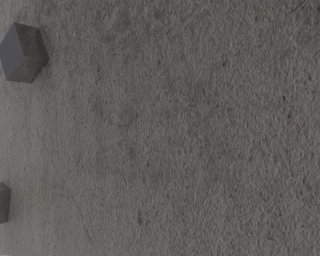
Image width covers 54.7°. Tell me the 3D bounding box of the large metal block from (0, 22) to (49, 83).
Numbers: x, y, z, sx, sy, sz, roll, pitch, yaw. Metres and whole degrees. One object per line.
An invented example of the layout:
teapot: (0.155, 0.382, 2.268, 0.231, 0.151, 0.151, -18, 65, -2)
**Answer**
large metal block: (-0.272, -0.146, 0.614, 0.080, 0.050, 0.080, -36, 68, 34)

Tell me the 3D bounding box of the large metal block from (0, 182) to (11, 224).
large metal block: (-0.388, 0.172, 0.690, 0.050, 0.081, 0.079, 16, 100, 39)
